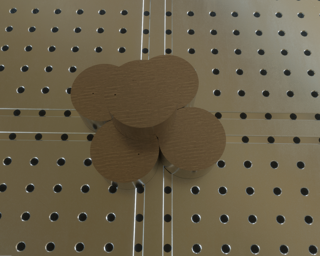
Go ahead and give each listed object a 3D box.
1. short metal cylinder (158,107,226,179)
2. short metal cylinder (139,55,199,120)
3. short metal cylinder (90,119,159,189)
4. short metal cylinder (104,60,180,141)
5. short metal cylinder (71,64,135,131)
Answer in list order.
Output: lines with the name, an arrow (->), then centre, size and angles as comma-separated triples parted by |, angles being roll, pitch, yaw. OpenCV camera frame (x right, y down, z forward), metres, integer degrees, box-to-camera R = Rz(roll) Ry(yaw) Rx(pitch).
short metal cylinder -> 0.038, 0.020, 0.391 | 0.081, 0.050, 0.080 | 0, 70, 0
short metal cylinder -> 0.009, -0.050, 0.416 | 0.081, 0.050, 0.080 | 0, 70, 0
short metal cylinder -> -0.041, 0.033, 0.385 | 0.081, 0.050, 0.080 | 0, 70, 0
short metal cylinder -> -0.020, -0.030, 0.354 | 0.081, 0.050, 0.080 | 0, 71, -1
short metal cylinder -> -0.071, -0.037, 0.410 | 0.081, 0.050, 0.080 | 0, 70, 0
